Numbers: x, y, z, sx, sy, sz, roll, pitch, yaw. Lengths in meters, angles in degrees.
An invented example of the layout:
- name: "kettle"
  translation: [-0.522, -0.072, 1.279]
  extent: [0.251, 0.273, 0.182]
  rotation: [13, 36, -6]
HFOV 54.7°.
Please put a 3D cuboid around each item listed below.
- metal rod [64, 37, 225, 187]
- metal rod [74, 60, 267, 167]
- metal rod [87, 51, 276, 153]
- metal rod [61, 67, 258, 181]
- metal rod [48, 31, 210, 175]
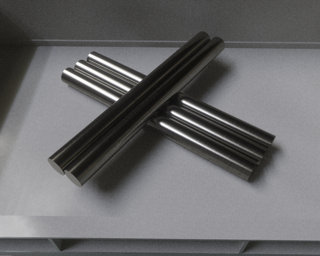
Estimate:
- name: "metal rod"
  translation: [-0.001, -0.038, 0.403]
  extent: [0.025, 0.025, 0.301]
  rotation: [30, 56, 23]
- name: "metal rod"
  translation: [0.000, -0.029, 0.427]
  extent: [0.300, 0.025, 0.025]
  rotation: [28, 55, 21]
- name: "metal rod"
  translation: [0.015, -0.045, 0.441]
  extent: [0.300, 0.025, 0.025]
  rotation: [28, 56, 21]
- name: "metal rod"
  translation: [-0.016, -0.014, 0.415]
  extent: [0.300, 0.025, 0.025]
  rotation: [28, 55, 21]
- name: "metal rod"
  translation: [-0.022, -0.050, 0.412]
  extent: [0.025, 0.025, 0.301]
  rotation: [30, 56, 23]
